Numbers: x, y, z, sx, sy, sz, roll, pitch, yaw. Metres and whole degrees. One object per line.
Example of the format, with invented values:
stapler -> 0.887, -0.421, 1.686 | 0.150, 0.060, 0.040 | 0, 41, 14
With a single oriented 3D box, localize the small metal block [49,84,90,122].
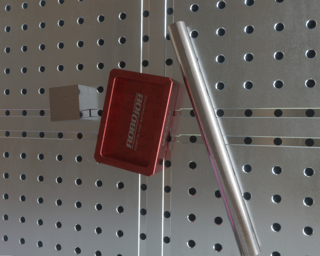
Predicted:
small metal block -> -0.134, -0.036, 0.458 | 0.050, 0.025, 0.050 | -4, 89, 19

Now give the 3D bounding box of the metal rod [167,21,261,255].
metal rod -> 0.065, 0.009, 0.389 | 0.025, 0.025, 0.299 | -19, 84, 18

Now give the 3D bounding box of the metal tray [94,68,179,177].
metal tray -> -0.033, -0.009, 0.420 | 0.090, 0.030, 0.129 | 13, 94, 19
